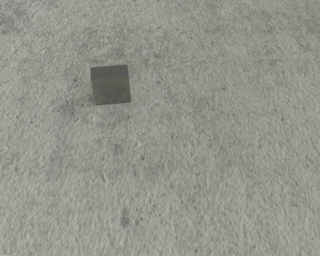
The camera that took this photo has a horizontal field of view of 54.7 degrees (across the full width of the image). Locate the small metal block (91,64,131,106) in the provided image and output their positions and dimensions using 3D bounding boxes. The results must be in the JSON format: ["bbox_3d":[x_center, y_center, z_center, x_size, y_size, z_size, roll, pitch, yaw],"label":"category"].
[{"bbox_3d":[-0.068,-0.060,0.437,0.050,0.050,0.025,-6,51,-6],"label":"small metal block"}]
